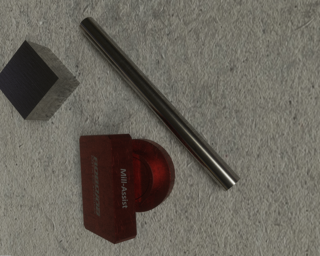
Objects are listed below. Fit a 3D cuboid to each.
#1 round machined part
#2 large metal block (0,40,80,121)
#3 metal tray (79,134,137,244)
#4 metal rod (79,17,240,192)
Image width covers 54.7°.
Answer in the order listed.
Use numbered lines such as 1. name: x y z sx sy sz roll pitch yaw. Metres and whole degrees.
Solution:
1. round machined part: -0.033 0.063 0.411 0.098 0.042 0.097 0 90 19
2. large metal block: -0.181 -0.068 0.458 0.080 0.050 0.080 -46 76 14
3. metal tray: -0.070 0.073 0.405 0.090 0.030 0.129 -3 90 52
4. metal rod: -0.008 -0.040 0.411 0.025 0.025 0.300 -45 77 14
